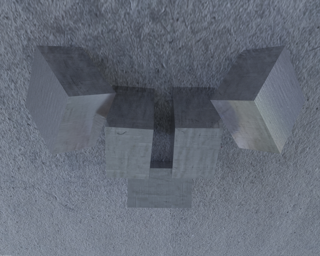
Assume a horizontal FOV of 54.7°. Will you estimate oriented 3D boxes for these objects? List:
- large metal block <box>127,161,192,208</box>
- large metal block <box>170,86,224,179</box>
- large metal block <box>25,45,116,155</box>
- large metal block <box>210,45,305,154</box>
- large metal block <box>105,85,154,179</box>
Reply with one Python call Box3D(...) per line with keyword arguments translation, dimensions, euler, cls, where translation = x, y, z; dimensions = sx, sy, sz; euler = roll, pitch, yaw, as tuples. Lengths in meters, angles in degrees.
Box3D(translation=(-0.001, 0.075, 0.428), dimensions=(0.081, 0.080, 0.050), euler=(1, 91, -1), cls="large metal block")
Box3D(translation=(0.040, 0.005, 0.378), dimensions=(0.050, 0.080, 0.079), euler=(1, 130, -1), cls="large metal block")
Box3D(translation=(-0.100, -0.031, 0.333), dimensions=(0.050, 0.080, 0.079), euler=(-11, 142, -41), cls="large metal block")
Box3D(translation=(0.111, -0.031, 0.340), dimensions=(0.050, 0.080, 0.080), euler=(6, 143, 46), cls="large metal block")
Box3D(translation=(-0.035, 0.005, 0.376), dimensions=(0.050, 0.080, 0.079), euler=(4, 130, -4), cls="large metal block")
